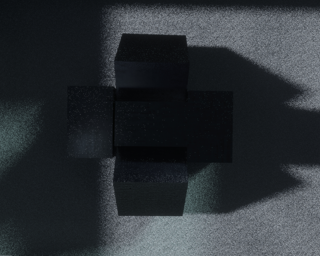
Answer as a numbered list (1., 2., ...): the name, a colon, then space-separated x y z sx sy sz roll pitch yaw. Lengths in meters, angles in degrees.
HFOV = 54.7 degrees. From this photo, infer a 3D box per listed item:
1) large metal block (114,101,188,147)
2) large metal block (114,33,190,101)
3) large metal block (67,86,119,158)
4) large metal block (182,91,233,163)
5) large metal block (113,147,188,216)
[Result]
1. large metal block: -0.010 -0.005 0.383 0.081 0.080 0.050 1 90 0
2. large metal block: -0.009 -0.075 0.376 0.081 0.080 0.050 2 128 0
3. large metal block: -0.077 -0.007 0.382 0.050 0.080 0.080 1 90 0
4. large metal block: 0.056 -0.002 0.383 0.050 0.080 0.080 1 90 0
5. large metal block: -0.011 0.066 0.376 0.081 0.080 0.050 1 48 -1
